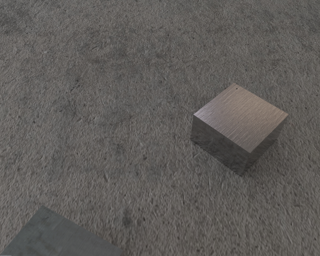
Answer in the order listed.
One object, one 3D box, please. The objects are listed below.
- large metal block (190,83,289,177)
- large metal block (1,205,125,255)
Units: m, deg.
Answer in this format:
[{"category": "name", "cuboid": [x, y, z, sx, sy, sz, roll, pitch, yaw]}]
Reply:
[{"category": "large metal block", "cuboid": [0.097, 0.000, 0.388, 0.080, 0.050, 0.080, 37, 59, 27]}, {"category": "large metal block", "cuboid": [-0.075, 0.121, 0.265, 0.080, 0.080, 0.050, 22, 54, 17]}]
